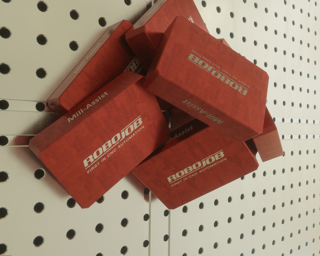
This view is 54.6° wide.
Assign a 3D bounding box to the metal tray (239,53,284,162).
[{"bbox_3d":[0.126,-0.028,0.428,0.090,0.030,0.130,46,25,-53],"label":"metal tray"}]

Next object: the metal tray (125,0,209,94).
[{"bbox_3d":[0.018,-0.114,0.395,0.090,0.030,0.130,56,44,-27],"label":"metal tray"}]

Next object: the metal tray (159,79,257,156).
[{"bbox_3d":[0.068,-0.008,0.424,0.130,0.090,0.030,51,60,-27],"label":"metal tray"}]

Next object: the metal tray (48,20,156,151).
[{"bbox_3d":[-0.052,-0.049,0.360,0.090,0.030,0.130,46,62,-30],"label":"metal tray"}]

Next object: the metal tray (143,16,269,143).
[{"bbox_3d":[0.056,-0.052,0.337,0.131,0.030,0.090,28,57,-16],"label":"metal tray"}]

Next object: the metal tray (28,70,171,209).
[{"bbox_3d":[-0.056,0.011,0.329,0.131,0.030,0.090,-40,131,-20],"label":"metal tray"}]

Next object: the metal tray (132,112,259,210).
[{"bbox_3d":[0.043,0.041,0.383,0.090,0.130,0.030,51,18,-29],"label":"metal tray"}]

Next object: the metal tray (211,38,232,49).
[{"bbox_3d":[0.094,-0.063,0.454,0.131,0.030,0.090,19,77,-59],"label":"metal tray"}]
